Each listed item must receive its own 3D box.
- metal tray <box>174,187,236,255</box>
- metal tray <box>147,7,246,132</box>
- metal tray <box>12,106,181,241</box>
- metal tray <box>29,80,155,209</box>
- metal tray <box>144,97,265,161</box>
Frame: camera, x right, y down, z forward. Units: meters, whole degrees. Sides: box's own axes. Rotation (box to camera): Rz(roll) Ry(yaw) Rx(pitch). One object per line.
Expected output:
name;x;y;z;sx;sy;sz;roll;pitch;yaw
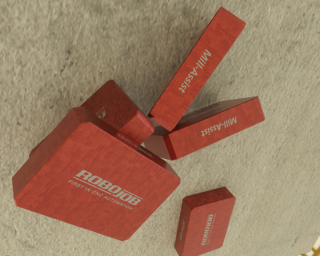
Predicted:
metal tray;0.079;0.172;0.556;0.091;0.030;0.129;-8;122;-25
metal tray;0.039;-0.063;0.348;0.030;0.090;0.129;34;101;-1
metal tray;-0.052;0.050;0.289;0.090;0.030;0.130;-48;130;6
metal tray;-0.077;0.015;0.332;0.130;0.090;0.030;-42;130;1
metal tray;0.051;-0.002;0.387;0.131;0.090;0.030;-22;98;-19
